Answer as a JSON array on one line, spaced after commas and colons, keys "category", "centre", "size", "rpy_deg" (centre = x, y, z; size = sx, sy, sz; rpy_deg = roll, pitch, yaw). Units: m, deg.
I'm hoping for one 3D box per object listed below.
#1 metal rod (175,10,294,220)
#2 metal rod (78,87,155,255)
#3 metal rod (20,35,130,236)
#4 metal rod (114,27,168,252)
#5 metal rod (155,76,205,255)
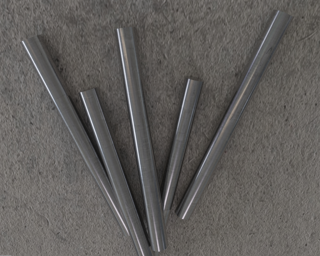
[{"category": "metal rod", "centre": [0.089, -0.003, 0.409], "size": [0.025, 0.025, 0.298], "rpy_deg": [21, 109, -8]}, {"category": "metal rod", "centre": [-0.049, 0.090, 0.427], "size": [0.025, 0.025, 0.298], "rpy_deg": [-15, 104, 5]}, {"category": "metal rod", "centre": [-0.099, 0.024, 0.417], "size": [0.025, 0.025, 0.299], "rpy_deg": [-20, 109, 7]}, {"category": "metal rod", "centre": [-0.021, 0.025, 0.403], "size": [0.025, 0.025, 0.298], "rpy_deg": [-8, 105, 3]}, {"category": "metal rod", "centre": [0.013, 0.075, 0.437], "size": [0.025, 0.025, 0.298], "rpy_deg": [11, 110, -4]}]
